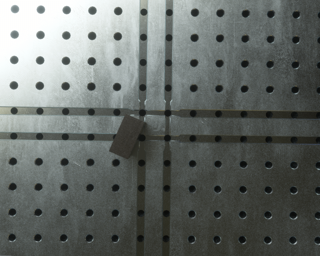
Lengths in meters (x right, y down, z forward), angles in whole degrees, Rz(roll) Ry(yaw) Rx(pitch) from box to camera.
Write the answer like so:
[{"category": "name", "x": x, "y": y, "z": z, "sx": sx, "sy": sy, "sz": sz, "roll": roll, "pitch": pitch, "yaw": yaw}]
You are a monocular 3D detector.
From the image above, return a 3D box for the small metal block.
[{"category": "small metal block", "x": -0.041, "y": 0.010, "z": 0.400, "sx": 0.025, "sy": 0.050, "sz": 0.050, "roll": 24, "pitch": 90, "yaw": 0}]
